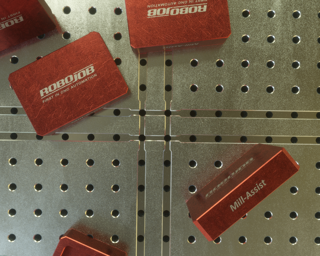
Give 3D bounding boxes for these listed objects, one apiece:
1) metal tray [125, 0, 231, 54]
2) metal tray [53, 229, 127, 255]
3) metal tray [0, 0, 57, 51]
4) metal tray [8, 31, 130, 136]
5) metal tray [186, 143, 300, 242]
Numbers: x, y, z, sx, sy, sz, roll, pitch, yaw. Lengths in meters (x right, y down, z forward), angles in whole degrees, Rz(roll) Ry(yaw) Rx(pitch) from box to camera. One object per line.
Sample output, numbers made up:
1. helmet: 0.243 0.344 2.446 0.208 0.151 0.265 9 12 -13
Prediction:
1. metal tray: 0.022 -0.154 0.411 0.131 0.030 0.089 -7 90 -1
2. metal tray: -0.111 0.213 0.409 0.090 0.030 0.129 25 90 -1
3. metal tray: -0.207 -0.134 0.375 0.131 0.090 0.030 -22 74 0
4. metal tray: -0.117 -0.057 0.409 0.131 0.030 0.090 -27 90 -1
5. metal tray: 0.095 0.073 0.382 0.130 0.090 0.030 -39 90 0
